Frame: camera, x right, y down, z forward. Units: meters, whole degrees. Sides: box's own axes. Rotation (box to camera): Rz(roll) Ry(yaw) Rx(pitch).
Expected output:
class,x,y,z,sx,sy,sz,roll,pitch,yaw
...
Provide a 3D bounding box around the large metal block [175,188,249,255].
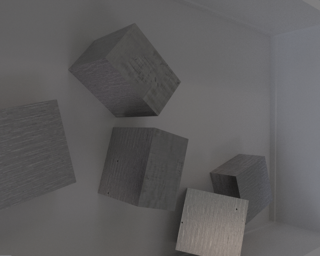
class,x,y,z,sx,sy,sz,roll,pitch,yaw
large metal block,0.069,0.129,0.421,0.050,0.080,0.080,67,34,-78

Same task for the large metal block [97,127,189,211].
class,x,y,z,sx,sy,sz,roll,pitch,yaw
large metal block,-0.021,0.044,0.354,0.050,0.080,0.080,20,78,-39

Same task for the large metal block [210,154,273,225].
class,x,y,z,sx,sy,sz,roll,pitch,yaw
large metal block,0.133,0.095,0.502,0.081,0.050,0.080,-23,105,-38

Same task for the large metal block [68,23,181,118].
class,x,y,z,sx,sy,sz,roll,pitch,yaw
large metal block,-0.039,-0.057,0.338,0.080,0.080,0.050,48,62,-30

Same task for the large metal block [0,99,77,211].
class,x,y,z,sx,sy,sz,roll,pitch,yaw
large metal block,-0.132,0.022,0.280,0.081,0.050,0.079,-18,101,-39
